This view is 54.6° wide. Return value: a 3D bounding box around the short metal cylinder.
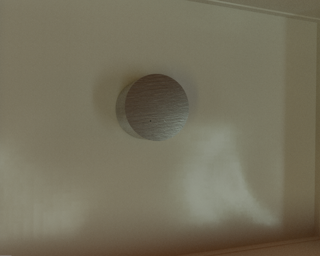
[{"bbox_3d":[-0.011,-0.024,0.391,0.081,0.050,0.080,0,90,-20],"label":"short metal cylinder"}]
